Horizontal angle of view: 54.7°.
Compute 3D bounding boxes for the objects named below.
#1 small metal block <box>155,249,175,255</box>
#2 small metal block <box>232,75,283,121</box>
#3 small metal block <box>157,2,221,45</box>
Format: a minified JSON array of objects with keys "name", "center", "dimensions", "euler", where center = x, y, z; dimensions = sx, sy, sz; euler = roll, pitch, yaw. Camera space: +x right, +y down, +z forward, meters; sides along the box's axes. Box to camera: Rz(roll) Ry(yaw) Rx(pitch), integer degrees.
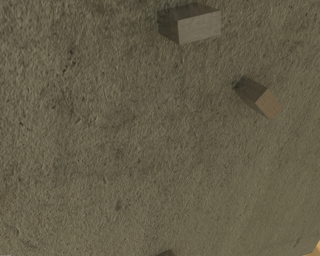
[{"name":"small metal block","center":[0.005,0.257,0.568],"dimensions":[0.050,0.025,0.050],"euler":[-17,125,-19]},{"name":"small metal block","center":[0.138,-0.043,0.439],"dimensions":[0.025,0.050,0.050],"euler":[-49,129,6]},{"name":"small metal block","center":[0.031,-0.115,0.336],"dimensions":[0.050,0.050,0.025],"euler":[-19,126,-17]}]
